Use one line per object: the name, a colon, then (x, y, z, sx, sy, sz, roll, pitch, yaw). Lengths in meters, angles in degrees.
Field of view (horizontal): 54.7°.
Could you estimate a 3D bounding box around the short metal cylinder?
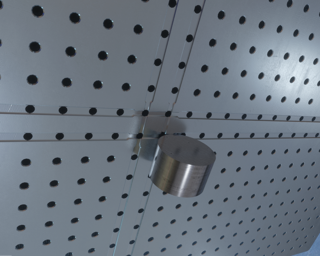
short metal cylinder: (0.030, 0.050, 0.425, 0.081, 0.080, 0.050, 1, 118, -30)
